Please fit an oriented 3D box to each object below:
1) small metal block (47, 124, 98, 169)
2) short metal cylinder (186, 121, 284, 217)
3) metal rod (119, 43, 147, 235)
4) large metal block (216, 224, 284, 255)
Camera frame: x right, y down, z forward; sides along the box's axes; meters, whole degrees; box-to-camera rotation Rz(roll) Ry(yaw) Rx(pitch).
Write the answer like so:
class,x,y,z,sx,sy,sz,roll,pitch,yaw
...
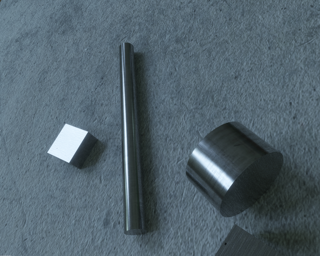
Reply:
class,x,y,z,sx,sy,sz,roll,pitch,yaw
small metal block,-0.127,0.026,0.453,0.050,0.025,0.050,17,70,34
short metal cylinder,0.073,0.040,0.305,0.080,0.080,0.050,-44,51,-2
metal rod,-0.041,-0.008,0.428,0.025,0.025,0.299,-18,55,17
large metal block,0.081,0.142,0.258,0.080,0.050,0.080,28,77,37
